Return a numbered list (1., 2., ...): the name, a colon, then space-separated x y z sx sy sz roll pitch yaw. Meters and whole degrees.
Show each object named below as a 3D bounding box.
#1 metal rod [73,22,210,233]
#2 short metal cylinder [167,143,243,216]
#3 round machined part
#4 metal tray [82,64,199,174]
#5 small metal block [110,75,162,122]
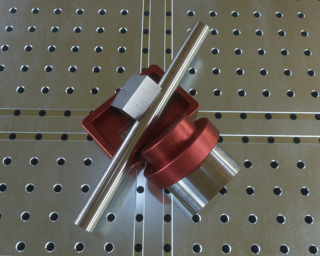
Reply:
1. metal rod: -0.013 -0.015 0.385 0.025 0.025 0.300 27 72 9
2. short metal cylinder: 0.049 0.056 0.361 0.080 0.080 0.050 -42 76 -14
3. round machined part: 0.017 0.020 0.355 0.098 0.098 0.042 -44 98 -15
4. metal tray: -0.024 -0.013 0.413 0.130 0.030 0.090 -41 76 -14
5. small metal block: -0.031 -0.039 0.389 0.025 0.050 0.050 39 82 -27
